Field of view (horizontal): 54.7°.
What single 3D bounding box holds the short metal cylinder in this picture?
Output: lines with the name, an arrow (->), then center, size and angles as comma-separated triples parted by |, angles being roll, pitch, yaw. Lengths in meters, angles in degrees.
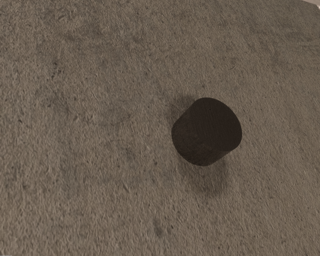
short metal cylinder -> 0.063, 0.006, 0.420 | 0.081, 0.050, 0.080 | 14, 56, -21
